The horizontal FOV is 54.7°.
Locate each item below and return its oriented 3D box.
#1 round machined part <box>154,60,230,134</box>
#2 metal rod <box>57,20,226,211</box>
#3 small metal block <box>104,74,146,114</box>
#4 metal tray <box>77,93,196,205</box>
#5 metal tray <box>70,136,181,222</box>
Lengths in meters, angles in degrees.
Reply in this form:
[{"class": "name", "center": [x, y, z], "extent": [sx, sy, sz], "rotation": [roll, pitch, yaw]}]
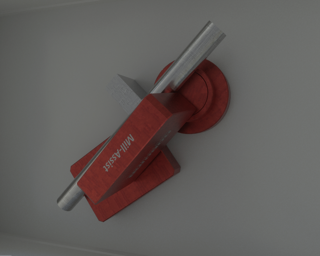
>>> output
[{"class": "round machined part", "center": [0.036, -0.041, 0.386], "extent": [0.098, 0.042, 0.097], "rotation": [0, 90, 19]}, {"class": "metal rod", "center": [-0.034, -0.002, 0.378], "extent": [0.025, 0.025, 0.299], "rotation": [47, 108, 14]}, {"class": "small metal block", "center": [-0.037, -0.042, 0.408], "extent": [0.025, 0.050, 0.050], "rotation": [-46, 76, 14]}, {"class": "metal tray", "center": [-0.023, 0.019, 0.341], "extent": [0.030, 0.090, 0.129], "rotation": [44, 110, 11]}, {"class": "metal tray", "center": [-0.049, 0.056, 0.423], "extent": [0.130, 0.030, 0.090], "rotation": [-36, 79, 16]}]
